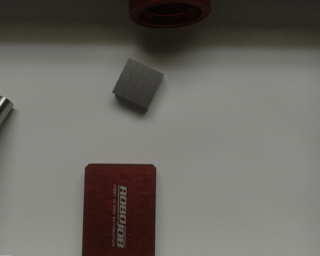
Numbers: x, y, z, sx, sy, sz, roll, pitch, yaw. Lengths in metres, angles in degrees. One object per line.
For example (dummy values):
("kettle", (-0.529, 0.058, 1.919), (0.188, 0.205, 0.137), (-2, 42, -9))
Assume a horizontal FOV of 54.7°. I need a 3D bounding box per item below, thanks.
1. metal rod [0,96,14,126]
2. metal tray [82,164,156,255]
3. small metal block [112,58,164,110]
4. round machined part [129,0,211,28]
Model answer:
("metal rod", (-0.253, 0.087, 0.339), (0.025, 0.025, 0.300), (21, 61, 0))
("metal tray", (-0.051, 0.112, 0.403), (0.091, 0.030, 0.129), (1, 85, -1))
("small metal block", (-0.028, -0.058, 0.411), (0.050, 0.025, 0.050), (25, 90, -1))
("round machined part", (0.011, -0.157, 0.375), (0.099, 0.098, 0.042), (-3, 90, -1))
